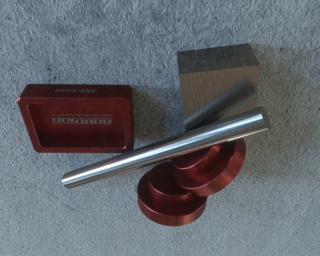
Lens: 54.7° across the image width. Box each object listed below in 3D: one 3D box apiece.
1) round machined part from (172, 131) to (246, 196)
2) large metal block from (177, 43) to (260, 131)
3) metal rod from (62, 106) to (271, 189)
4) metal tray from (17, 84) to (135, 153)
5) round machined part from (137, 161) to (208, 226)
[{"bbox_3d":[0.053,0.032,0.387,0.098,0.098,0.042,-35,122,26],"label":"round machined part"},{"bbox_3d":[0.064,-0.044,0.354,0.080,0.050,0.080,-6,130,5],"label":"large metal block"},{"bbox_3d":[-0.015,0.034,0.386,0.300,0.025,0.025,-20,128,31],"label":"metal rod"},{"bbox_3d":[-0.100,-0.010,0.394,0.131,0.030,0.089,0,130,-1],"label":"metal tray"},{"bbox_3d":[0.018,0.084,0.431,0.099,0.098,0.042,1,125,-1],"label":"round machined part"}]
